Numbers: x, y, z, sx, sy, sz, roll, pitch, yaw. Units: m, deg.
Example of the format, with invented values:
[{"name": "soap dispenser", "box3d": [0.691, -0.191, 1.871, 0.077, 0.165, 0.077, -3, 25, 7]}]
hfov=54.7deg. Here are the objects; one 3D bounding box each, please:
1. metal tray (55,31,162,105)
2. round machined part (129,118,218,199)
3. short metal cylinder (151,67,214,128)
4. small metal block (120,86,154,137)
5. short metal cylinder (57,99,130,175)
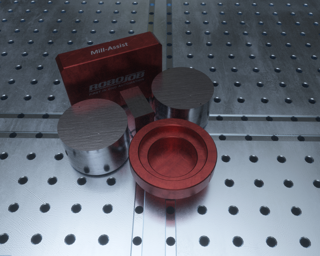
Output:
[{"name": "metal tray", "box3d": [-0.062, -0.070, 0.418, 0.131, 0.090, 0.030, -19, 53, -15]}, {"name": "round machined part", "box3d": [0.014, 0.039, 0.359, 0.099, 0.042, 0.098, 0, 50, 0]}, {"name": "short metal cylinder", "box3d": [0.029, -0.037, 0.418, 0.081, 0.050, 0.080, 0, 50, 0]}, {"name": "small metal block", "box3d": [-0.029, -0.017, 0.400, 0.025, 0.050, 0.050, -20, 53, -16]}, {"name": "short metal cylinder", "box3d": [-0.078, 0.010, 0.377, 0.081, 0.050, 0.080, 0, 50, 0]}]
